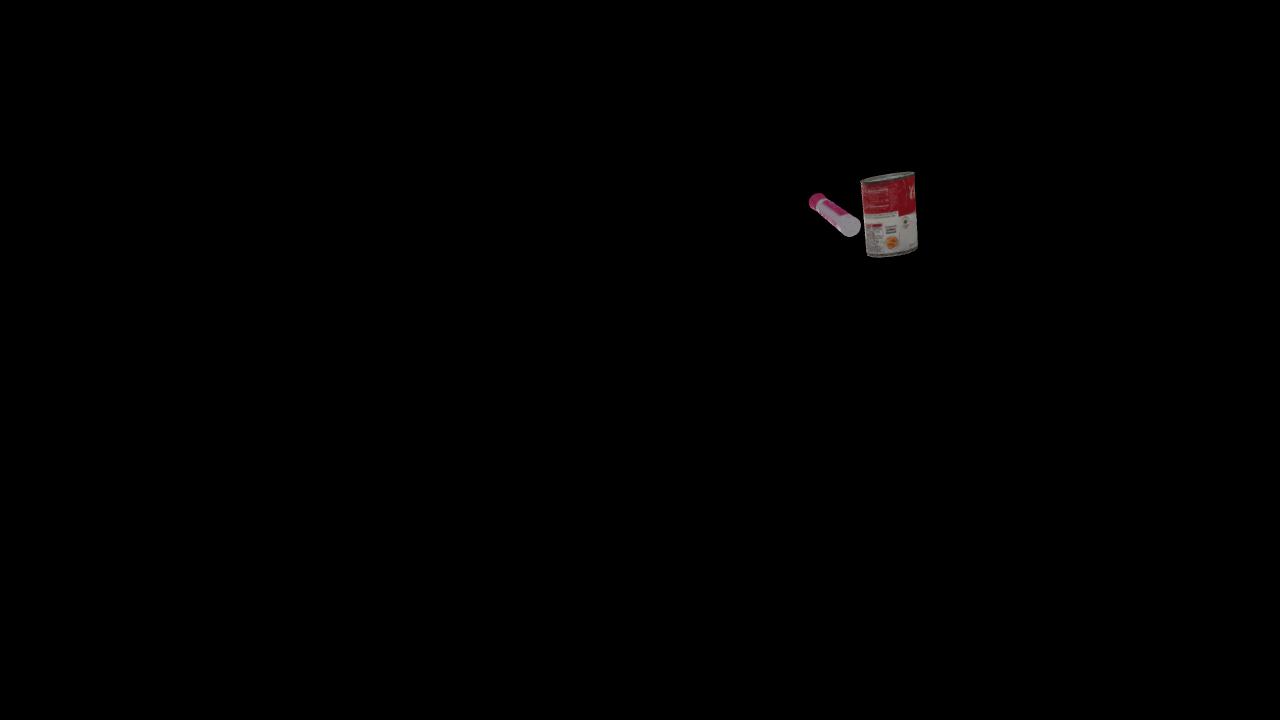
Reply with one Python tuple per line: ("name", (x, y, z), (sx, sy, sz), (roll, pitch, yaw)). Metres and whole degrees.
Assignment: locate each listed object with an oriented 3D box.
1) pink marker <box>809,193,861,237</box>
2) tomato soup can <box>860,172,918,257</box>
("pink marker", (0.197, -0.151, 0.631), (0.020, 0.020, 0.121), (0, 27, -1))
("tomato soup can", (0.334, -0.194, 0.823), (0.068, 0.101, 0.068), (-10, 18, 3))
